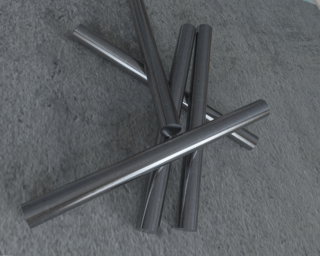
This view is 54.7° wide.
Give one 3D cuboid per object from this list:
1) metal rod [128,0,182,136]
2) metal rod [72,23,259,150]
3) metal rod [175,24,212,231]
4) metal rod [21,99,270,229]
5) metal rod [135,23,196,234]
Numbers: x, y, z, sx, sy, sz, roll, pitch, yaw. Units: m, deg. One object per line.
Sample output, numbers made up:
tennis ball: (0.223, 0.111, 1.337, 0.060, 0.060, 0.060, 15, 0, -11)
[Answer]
metal rod: (-0.017, -0.117, 0.440, 0.025, 0.025, 0.299, 6, 51, -26)
metal rod: (0.013, -0.054, 0.445, 0.301, 0.025, 0.025, 31, 52, -8)
metal rod: (0.049, -0.018, 0.415, 0.025, 0.025, 0.299, 18, 63, -19)
metal rod: (0.004, 0.028, 0.345, 0.302, 0.025, 0.025, -23, 74, -22)
metal rod: (0.014, -0.019, 0.400, 0.025, 0.025, 0.300, 21, 61, -16)
